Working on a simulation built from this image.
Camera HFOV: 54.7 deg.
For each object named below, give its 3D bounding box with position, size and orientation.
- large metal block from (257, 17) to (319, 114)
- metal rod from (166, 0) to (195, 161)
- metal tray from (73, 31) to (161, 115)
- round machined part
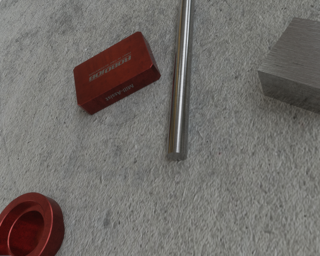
[{"bbox_3d":[0.168,-0.068,0.341,0.080,0.050,0.080,28,77,37],"label":"large metal block"},{"bbox_3d":[0.033,-0.096,0.443,0.025,0.025,0.299,-8,58,23],"label":"metal rod"},{"bbox_3d":[-0.071,-0.087,0.490,0.130,0.030,0.090,-26,53,11],"label":"metal tray"},{"bbox_3d":[-0.162,0.135,0.393,0.098,0.042,0.098,-13,56,20],"label":"round machined part"}]
